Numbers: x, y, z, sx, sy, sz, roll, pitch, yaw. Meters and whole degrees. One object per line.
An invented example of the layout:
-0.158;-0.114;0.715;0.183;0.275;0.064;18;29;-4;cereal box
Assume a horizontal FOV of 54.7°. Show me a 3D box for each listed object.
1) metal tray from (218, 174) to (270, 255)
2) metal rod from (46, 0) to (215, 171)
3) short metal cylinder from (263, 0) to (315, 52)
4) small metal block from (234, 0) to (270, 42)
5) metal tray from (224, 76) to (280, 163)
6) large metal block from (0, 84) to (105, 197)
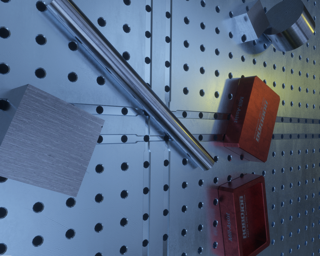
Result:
0.146;0.152;0.527;0.091;0.030;0.129;-12;98;-39;metal tray
-0.018;-0.039;0.393;0.300;0.025;0.025;46;63;-30;metal rod
0.234;-0.188;0.568;0.050;0.080;0.080;34;69;-35;short metal cylinder
0.163;-0.189;0.545;0.050;0.025;0.050;-50;119;-28;small metal block
0.164;-0.014;0.543;0.090;0.030;0.130;28;73;-37;metal tray
-0.112;0.014;0.299;0.080;0.050;0.080;28;72;-37;large metal block
